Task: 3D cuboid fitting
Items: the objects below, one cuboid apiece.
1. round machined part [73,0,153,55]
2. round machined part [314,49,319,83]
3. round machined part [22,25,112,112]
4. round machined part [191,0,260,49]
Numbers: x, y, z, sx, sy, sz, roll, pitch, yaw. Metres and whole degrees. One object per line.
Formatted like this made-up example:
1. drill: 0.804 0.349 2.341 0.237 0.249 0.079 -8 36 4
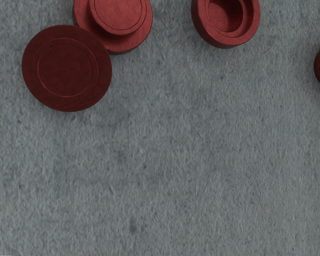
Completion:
1. round machined part: -0.055 -0.143 0.380 0.099 0.042 0.097 0 90 -21
2. round machined part: 0.296 -0.103 0.512 0.099 0.042 0.097 0 90 -21
3. round machined part: -0.104 -0.065 0.349 0.099 0.042 0.097 -2 104 -10
4. round machined part: 0.087 -0.159 0.433 0.099 0.042 0.097 0 90 -21
